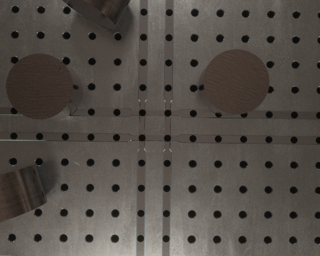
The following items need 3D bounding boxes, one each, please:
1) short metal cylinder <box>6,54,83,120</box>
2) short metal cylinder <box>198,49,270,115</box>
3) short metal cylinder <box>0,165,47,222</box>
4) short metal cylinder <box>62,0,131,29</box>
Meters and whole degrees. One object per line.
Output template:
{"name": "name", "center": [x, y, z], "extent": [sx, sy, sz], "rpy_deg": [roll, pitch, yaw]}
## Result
{"name": "short metal cylinder", "center": [-0.146, -0.050, 0.399], "extent": [0.081, 0.050, 0.079], "rpy_deg": [0, 90, -1]}
{"name": "short metal cylinder", "center": [0.093, -0.056, 0.402], "extent": [0.081, 0.050, 0.079], "rpy_deg": [0, 90, -1]}
{"name": "short metal cylinder", "center": [-0.188, 0.082, 0.384], "extent": [0.080, 0.080, 0.050], "rpy_deg": [-17, 90, 0]}
{"name": "short metal cylinder", "center": [-0.079, -0.167, 0.385], "extent": [0.080, 0.080, 0.050], "rpy_deg": [28, 90, -1]}
